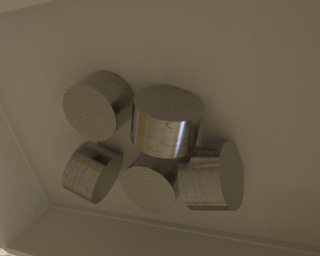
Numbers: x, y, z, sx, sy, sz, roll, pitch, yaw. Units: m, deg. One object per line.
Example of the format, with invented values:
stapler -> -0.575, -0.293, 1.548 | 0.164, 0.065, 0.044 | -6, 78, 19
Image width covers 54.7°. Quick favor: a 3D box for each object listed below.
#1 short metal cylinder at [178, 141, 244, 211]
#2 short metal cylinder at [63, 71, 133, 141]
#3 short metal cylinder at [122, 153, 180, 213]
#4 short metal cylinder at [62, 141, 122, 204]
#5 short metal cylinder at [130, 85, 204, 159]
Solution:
short metal cylinder -> 0.063, 0.059, 0.373 | 0.050, 0.080, 0.080 | -9, 114, 32
short metal cylinder -> -0.080, -0.030, 0.412 | 0.080, 0.050, 0.079 | 13, 124, 20
short metal cylinder -> -0.006, 0.073, 0.437 | 0.080, 0.050, 0.079 | 13, 124, 20
short metal cylinder -> -0.099, 0.066, 0.461 | 0.050, 0.080, 0.079 | 24, 127, 13
short metal cylinder -> 0.007, -0.009, 0.362 | 0.080, 0.080, 0.050 | 20, 126, 16
